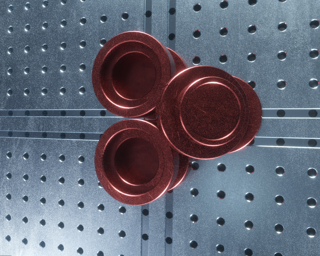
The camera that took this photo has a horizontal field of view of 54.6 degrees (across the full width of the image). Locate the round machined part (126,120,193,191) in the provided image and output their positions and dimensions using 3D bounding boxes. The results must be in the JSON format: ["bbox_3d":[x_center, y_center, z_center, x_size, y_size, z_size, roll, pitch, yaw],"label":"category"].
[{"bbox_3d":[-0.010,0.038,0.408,0.098,0.042,0.097,0,90,20],"label":"round machined part"}]

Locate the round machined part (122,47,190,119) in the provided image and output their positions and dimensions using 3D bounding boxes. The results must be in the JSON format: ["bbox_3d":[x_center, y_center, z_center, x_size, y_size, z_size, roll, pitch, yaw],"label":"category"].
[{"bbox_3d":[-0.011,-0.061,0.409,0.098,0.042,0.097,0,90,20],"label":"round machined part"}]

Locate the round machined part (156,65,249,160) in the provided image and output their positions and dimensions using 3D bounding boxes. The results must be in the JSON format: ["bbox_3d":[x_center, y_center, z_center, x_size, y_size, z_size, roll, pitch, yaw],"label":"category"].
[{"bbox_3d":[0.048,-0.016,0.319,0.099,0.042,0.097,0,89,-12],"label":"round machined part"}]

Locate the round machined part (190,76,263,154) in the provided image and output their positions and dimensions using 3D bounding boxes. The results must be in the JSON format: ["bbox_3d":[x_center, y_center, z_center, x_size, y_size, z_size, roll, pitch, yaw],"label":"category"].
[{"bbox_3d":[0.073,-0.017,0.378,0.098,0.042,0.097,0,90,20],"label":"round machined part"}]

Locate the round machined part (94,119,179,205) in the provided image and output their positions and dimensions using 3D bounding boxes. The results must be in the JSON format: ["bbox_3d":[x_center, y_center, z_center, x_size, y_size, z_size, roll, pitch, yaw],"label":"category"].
[{"bbox_3d":[-0.024,0.038,0.367,0.098,0.042,0.097,0,90,20],"label":"round machined part"}]

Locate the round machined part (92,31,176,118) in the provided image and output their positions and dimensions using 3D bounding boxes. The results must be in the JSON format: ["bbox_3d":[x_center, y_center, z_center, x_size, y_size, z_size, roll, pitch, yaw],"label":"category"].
[{"bbox_3d":[-0.027,-0.060,0.368,0.098,0.042,0.097,0,90,20],"label":"round machined part"}]
